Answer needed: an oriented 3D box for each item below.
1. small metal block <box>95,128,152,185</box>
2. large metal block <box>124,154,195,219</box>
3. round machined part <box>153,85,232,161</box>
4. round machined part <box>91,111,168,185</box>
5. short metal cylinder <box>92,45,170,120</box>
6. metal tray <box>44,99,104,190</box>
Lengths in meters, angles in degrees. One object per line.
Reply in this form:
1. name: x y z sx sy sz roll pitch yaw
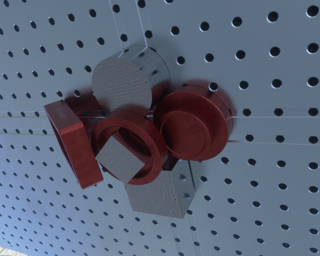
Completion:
1. small metal block: -0.043 0.033 0.375 0.050 0.025 0.050 41 129 0
2. large metal block: -0.003 0.076 0.440 0.080 0.050 0.080 1 119 28
3. round machined part: 0.035 0.001 0.381 0.098 0.042 0.097 13 124 21
4. round machined part: -0.035 0.021 0.394 0.098 0.042 0.097 13 124 21
5. short metal cylinder: -0.035 -0.055 0.379 0.080 0.050 0.079 13 124 21
6. metal tray: -0.125 0.019 0.439 0.130 0.030 0.089 33 142 57
